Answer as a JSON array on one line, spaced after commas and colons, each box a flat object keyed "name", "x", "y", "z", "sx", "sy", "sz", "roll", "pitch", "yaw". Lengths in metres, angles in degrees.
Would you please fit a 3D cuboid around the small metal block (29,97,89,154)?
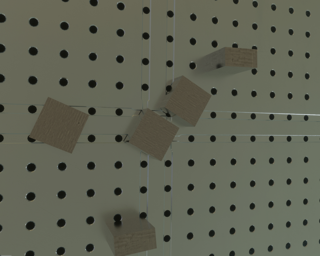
[{"name": "small metal block", "x": -0.119, "y": -0.003, "z": 0.369, "sx": 0.050, "sy": 0.025, "sz": 0.050, "roll": 25, "pitch": 82, "yaw": -18}]

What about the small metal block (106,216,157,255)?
[{"name": "small metal block", "x": -0.037, "y": 0.134, "z": 0.386, "sx": 0.050, "sy": 0.050, "sz": 0.025, "roll": -5, "pitch": 92, "yaw": -20}]

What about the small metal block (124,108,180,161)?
[{"name": "small metal block", "x": -0.011, "y": 0.009, "z": 0.408, "sx": 0.050, "sy": 0.025, "sz": 0.050, "roll": 32, "pitch": 80, "yaw": -17}]

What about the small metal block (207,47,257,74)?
[{"name": "small metal block", "x": 0.100, "y": -0.094, "z": 0.436, "sx": 0.050, "sy": 0.050, "sz": 0.025, "roll": -1, "pitch": 91, "yaw": -20}]

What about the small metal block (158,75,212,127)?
[{"name": "small metal block", "x": 0.034, "y": -0.036, "z": 0.425, "sx": 0.050, "sy": 0.025, "sz": 0.050, "roll": 32, "pitch": 80, "yaw": -17}]
